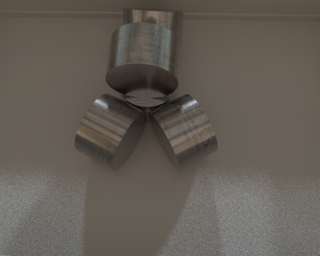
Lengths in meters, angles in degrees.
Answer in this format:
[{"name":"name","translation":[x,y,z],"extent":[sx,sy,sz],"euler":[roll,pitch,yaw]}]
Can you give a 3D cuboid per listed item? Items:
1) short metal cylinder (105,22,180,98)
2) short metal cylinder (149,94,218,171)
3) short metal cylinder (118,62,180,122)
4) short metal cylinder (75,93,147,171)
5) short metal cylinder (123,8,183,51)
[{"name":"short metal cylinder","translation":[-0.018,-0.074,0.352],"extent":[0.080,0.080,0.050],"euler":[3,70,1]},{"name":"short metal cylinder","translation":[0.027,0.005,0.377],"extent":[0.050,0.080,0.080],"euler":[-27,73,-9]},{"name":"short metal cylinder","translation":[-0.015,-0.055,0.413],"extent":[0.081,0.050,0.080],"euler":[0,70,0]},{"name":"short metal cylinder","translation":[-0.058,0.005,0.376],"extent":[0.050,0.080,0.080],"euler":[28,72,10]},{"name":"short metal cylinder","translation":[-0.010,-0.134,0.421],"extent":[0.080,0.080,0.050],"euler":[4,113,1]}]
